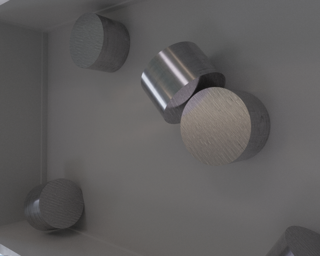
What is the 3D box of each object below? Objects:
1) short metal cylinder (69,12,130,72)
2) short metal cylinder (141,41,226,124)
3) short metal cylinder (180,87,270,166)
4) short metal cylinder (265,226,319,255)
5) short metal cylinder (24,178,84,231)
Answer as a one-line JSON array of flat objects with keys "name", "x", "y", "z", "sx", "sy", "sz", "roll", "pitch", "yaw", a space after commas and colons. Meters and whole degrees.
[{"name": "short metal cylinder", "x": -0.091, "y": -0.127, "z": 0.466, "sx": 0.080, "sy": 0.050, "sz": 0.080, "roll": 0, "pitch": 90, "yaw": 40}, {"name": "short metal cylinder", "x": 0.026, "y": -0.049, "z": 0.350, "sx": 0.080, "sy": 0.081, "sz": 0.050, "roll": -49, "pitch": 61, "yaw": 29}, {"name": "short metal cylinder", "x": 0.069, "y": -0.002, "z": 0.332, "sx": 0.080, "sy": 0.050, "sz": 0.079, "roll": 1, "pitch": 92, "yaw": 39}, {"name": "short metal cylinder", "x": 0.130, "y": 0.132, "z": 0.264, "sx": 0.080, "sy": 0.081, "sz": 0.050, "roll": 40, "pitch": 115, "yaw": 32}, {"name": "short metal cylinder", "x": -0.176, "y": 0.128, "z": 0.517, "sx": 0.050, "sy": 0.081, "sz": 0.080, "roll": -21, "pitch": 77, "yaw": 38}]
